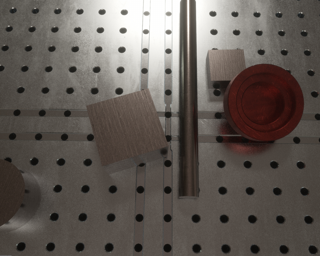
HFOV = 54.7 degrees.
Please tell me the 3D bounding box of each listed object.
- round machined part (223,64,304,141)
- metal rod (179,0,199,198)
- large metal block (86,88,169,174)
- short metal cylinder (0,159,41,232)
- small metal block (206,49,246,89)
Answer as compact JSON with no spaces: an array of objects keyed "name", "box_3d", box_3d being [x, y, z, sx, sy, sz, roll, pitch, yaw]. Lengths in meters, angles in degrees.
[{"name":"round machined part","box_3d":[0.131,-0.031,0.407,0.099,0.042,0.097,0,87,-4]},{"name":"metal rod","box_3d":[0.040,-0.055,0.432,0.025,0.025,0.299,2,70,0]},{"name":"large metal block","box_3d":[-0.040,0.005,0.396,0.081,0.050,0.080,-17,71,-6]},{"name":"short metal cylinder","box_3d":[-0.191,0.081,0.366,0.081,0.050,0.080,0,70,-1]},{"name":"small metal block","box_3d":[0.094,-0.084,0.444,0.050,0.025,0.050,-1,70,-1]}]
